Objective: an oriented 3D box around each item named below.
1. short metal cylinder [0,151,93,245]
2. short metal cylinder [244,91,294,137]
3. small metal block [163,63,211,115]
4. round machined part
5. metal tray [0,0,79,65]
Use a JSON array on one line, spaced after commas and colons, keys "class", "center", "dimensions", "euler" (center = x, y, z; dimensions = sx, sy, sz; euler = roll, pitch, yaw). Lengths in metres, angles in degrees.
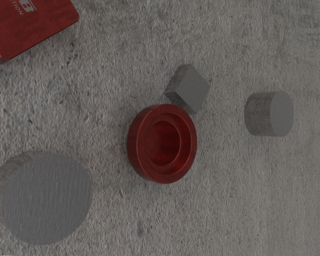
[{"class": "short metal cylinder", "center": [-0.113, 0.063, 0.294], "dimensions": [0.081, 0.050, 0.080], "euler": [0, 90, -40]}, {"class": "short metal cylinder", "center": [0.194, -0.025, 0.551], "dimensions": [0.081, 0.050, 0.080], "euler": [0, 90, -40]}, {"class": "small metal block", "center": [0.039, -0.054, 0.437], "dimensions": [0.050, 0.025, 0.050], "euler": [42, 65, -32]}, {"class": "round machined part", "center": [-0.002, 0.019, 0.392], "dimensions": [0.099, 0.042, 0.097], "euler": [0, 90, -40]}, {"class": "metal tray", "center": [-0.147, -0.135, 0.278], "dimensions": [0.090, 0.030, 0.130], "euler": [-45, 117, -31]}]
